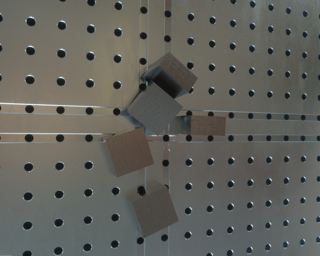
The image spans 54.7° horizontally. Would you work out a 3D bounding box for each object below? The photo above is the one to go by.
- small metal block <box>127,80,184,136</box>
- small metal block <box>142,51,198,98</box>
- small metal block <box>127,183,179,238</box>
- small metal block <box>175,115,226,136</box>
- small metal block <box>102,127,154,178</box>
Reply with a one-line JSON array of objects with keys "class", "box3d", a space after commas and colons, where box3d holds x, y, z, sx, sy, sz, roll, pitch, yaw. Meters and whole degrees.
[{"class": "small metal block", "box3d": [-0.007, -0.026, 0.403, 0.050, 0.025, 0.050, 39, 96, -16]}, {"class": "small metal block", "box3d": [0.012, -0.065, 0.403, 0.050, 0.050, 0.025, 40, 67, -16]}, {"class": "small metal block", "box3d": [-0.010, 0.108, 0.410, 0.050, 0.025, 0.050, -21, 97, -19]}, {"class": "small metal block", "box3d": [0.054, -0.003, 0.420, 0.050, 0.050, 0.025, 2, 90, -20]}, {"class": "small metal block", "box3d": [-0.041, 0.030, 0.398, 0.050, 0.025, 0.050, -18, 97, -19]}]
